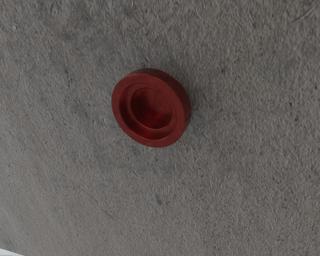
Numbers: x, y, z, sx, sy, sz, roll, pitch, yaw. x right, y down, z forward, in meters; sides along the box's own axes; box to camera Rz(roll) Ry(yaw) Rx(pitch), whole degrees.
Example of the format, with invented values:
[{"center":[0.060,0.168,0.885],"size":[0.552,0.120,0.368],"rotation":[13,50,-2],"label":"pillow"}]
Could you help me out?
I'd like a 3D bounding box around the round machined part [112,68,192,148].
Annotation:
[{"center":[-0.007,-0.028,0.383],"size":[0.098,0.042,0.097],"rotation":[13,124,21],"label":"round machined part"}]
